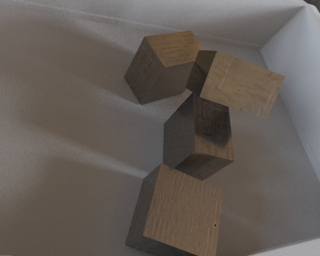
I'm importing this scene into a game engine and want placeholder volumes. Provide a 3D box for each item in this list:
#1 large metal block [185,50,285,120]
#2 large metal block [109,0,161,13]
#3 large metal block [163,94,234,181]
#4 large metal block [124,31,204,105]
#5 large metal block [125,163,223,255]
[{"bbox_3d":[0.083,-0.054,0.365,0.081,0.050,0.080,17,12,-11],"label":"large metal block"},{"bbox_3d":[-0.046,-0.246,0.519,0.081,0.050,0.080,-4,64,-30],"label":"large metal block"},{"bbox_3d":[0.044,0.015,0.386,0.050,0.080,0.080,15,56,-20],"label":"large metal block"},{"bbox_3d":[0.008,-0.083,0.426,0.081,0.080,0.050,-20,70,-36],"label":"large metal block"},{"bbox_3d":[0.017,0.097,0.341,0.080,0.050,0.080,25,53,-13],"label":"large metal block"}]
